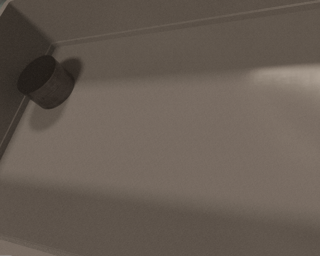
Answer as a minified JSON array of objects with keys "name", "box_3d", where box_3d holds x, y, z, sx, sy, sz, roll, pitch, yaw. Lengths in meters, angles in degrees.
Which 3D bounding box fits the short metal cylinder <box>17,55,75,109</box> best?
[{"name":"short metal cylinder","box_3d":[-0.198,-0.079,0.539,0.080,0.050,0.080,-13,56,20]}]
